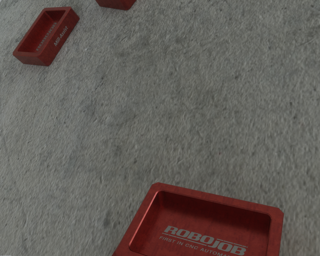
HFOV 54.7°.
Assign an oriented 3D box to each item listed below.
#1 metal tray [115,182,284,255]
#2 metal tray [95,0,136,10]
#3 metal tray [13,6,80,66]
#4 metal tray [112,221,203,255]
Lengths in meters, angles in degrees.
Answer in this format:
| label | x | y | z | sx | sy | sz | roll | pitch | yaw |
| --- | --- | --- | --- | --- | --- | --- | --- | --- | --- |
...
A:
| label | x | y | z | sx | sy | sz | roll | pitch | yaw |
| --- | --- | --- | --- | --- | --- | --- | --- | --- | --- |
| metal tray | 0.038 | 0.103 | 0.281 | 0.130 | 0.030 | 0.090 | 8 | 40 | 22 |
| metal tray | -0.064 | -0.295 | 0.613 | 0.090 | 0.030 | 0.130 | 24 | 74 | 36 |
| metal tray | -0.233 | -0.190 | 0.635 | 0.090 | 0.030 | 0.130 | 12 | 67 | 32 |
| metal tray | 0.007 | 0.156 | 0.300 | 0.130 | 0.030 | 0.090 | 23 | 74 | 36 |
